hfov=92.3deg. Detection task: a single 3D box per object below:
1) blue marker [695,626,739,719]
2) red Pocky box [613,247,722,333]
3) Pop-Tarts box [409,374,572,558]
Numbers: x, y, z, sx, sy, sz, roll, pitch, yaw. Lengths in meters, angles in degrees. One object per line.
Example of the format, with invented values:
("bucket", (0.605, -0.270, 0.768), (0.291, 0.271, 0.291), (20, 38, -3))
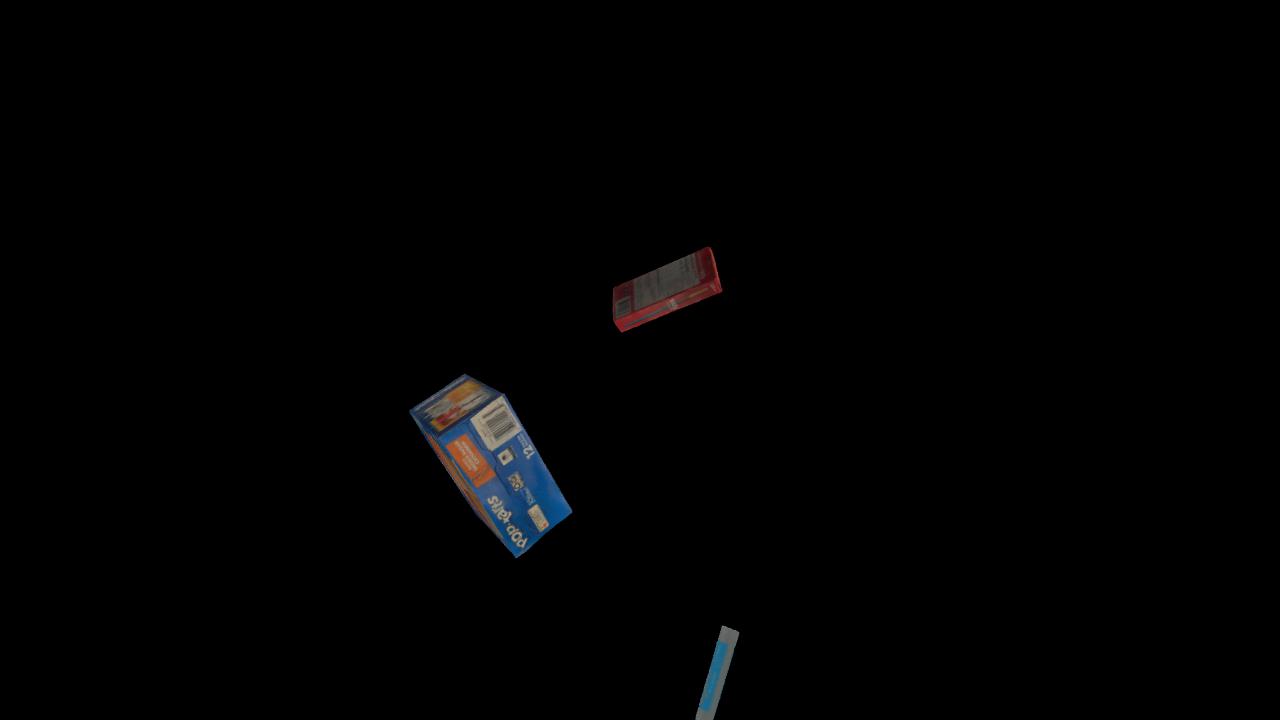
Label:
("blue marker", (0.073, 0.330, 0.613), (0.020, 0.121, 0.020), (19, -20, 8))
("red Pocky box", (0.035, -0.098, 0.856), (0.155, 0.028, 0.083), (-21, 39, 16))
("Pop-Tarts box", (-0.173, 0.115, 0.702), (0.083, 0.167, 0.141), (-34, 24, -23))
